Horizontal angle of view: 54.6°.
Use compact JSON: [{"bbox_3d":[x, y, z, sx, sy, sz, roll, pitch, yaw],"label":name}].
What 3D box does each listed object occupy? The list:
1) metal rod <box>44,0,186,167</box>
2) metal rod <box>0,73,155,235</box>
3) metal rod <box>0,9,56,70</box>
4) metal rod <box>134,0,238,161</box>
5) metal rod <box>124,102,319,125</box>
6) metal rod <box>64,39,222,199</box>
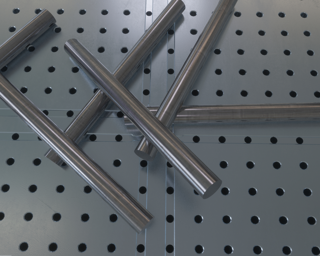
[{"bbox_3d":[-0.054,-0.075,0.438,0.025,0.025,0.300,32,73,11],"label":"metal rod"},{"bbox_3d":[-0.126,0.014,0.378,0.300,0.025,0.025,40,75,16],"label":"metal rod"},{"bbox_3d":[-0.264,-0.063,0.433,0.025,0.025,0.301,38,74,13],"label":"metal rod"},{"bbox_3d":[0.046,-0.087,0.425,0.025,0.025,0.300,25,65,9],"label":"metal rod"},{"bbox_3d":[0.104,-0.020,0.419,0.302,0.025,0.025,-1,70,-1],"label":"metal rod"},{"bbox_3d":[-0.040,-0.030,0.377,0.025,0.025,0.300,-37,57,-12],"label":"metal rod"}]
